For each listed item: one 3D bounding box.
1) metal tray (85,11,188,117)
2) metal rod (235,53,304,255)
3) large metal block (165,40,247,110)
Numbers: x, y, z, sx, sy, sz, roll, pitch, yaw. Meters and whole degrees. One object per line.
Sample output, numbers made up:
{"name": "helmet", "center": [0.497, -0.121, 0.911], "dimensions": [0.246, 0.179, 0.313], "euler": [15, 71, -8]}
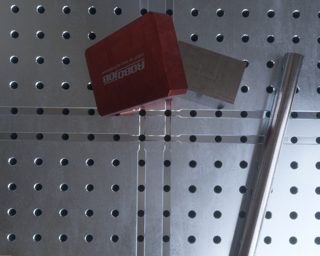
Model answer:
{"name": "metal tray", "center": [-0.034, -0.070, 0.369], "dimensions": [0.130, 0.030, 0.089], "euler": [-12, 91, 44]}
{"name": "metal rod", "center": [0.145, 0.048, 0.415], "dimensions": [0.025, 0.025, 0.298], "euler": [14, 90, -1]}
{"name": "large metal block", "center": [0.051, -0.062, 0.386], "dimensions": [0.080, 0.080, 0.050], "euler": [18, 89, -1]}
